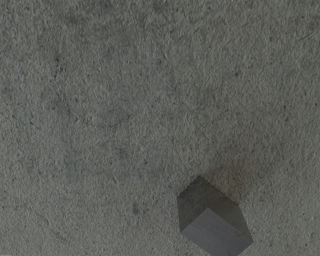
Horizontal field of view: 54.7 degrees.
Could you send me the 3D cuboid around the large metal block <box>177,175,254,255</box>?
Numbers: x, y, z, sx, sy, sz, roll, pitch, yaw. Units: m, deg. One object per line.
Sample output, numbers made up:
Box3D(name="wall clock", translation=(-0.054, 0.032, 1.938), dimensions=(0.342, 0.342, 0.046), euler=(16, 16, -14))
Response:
Box3D(name="large metal block", translation=(0.072, 0.124, 0.427), dimensions=(0.080, 0.080, 0.050), euler=(39, 106, -13))
